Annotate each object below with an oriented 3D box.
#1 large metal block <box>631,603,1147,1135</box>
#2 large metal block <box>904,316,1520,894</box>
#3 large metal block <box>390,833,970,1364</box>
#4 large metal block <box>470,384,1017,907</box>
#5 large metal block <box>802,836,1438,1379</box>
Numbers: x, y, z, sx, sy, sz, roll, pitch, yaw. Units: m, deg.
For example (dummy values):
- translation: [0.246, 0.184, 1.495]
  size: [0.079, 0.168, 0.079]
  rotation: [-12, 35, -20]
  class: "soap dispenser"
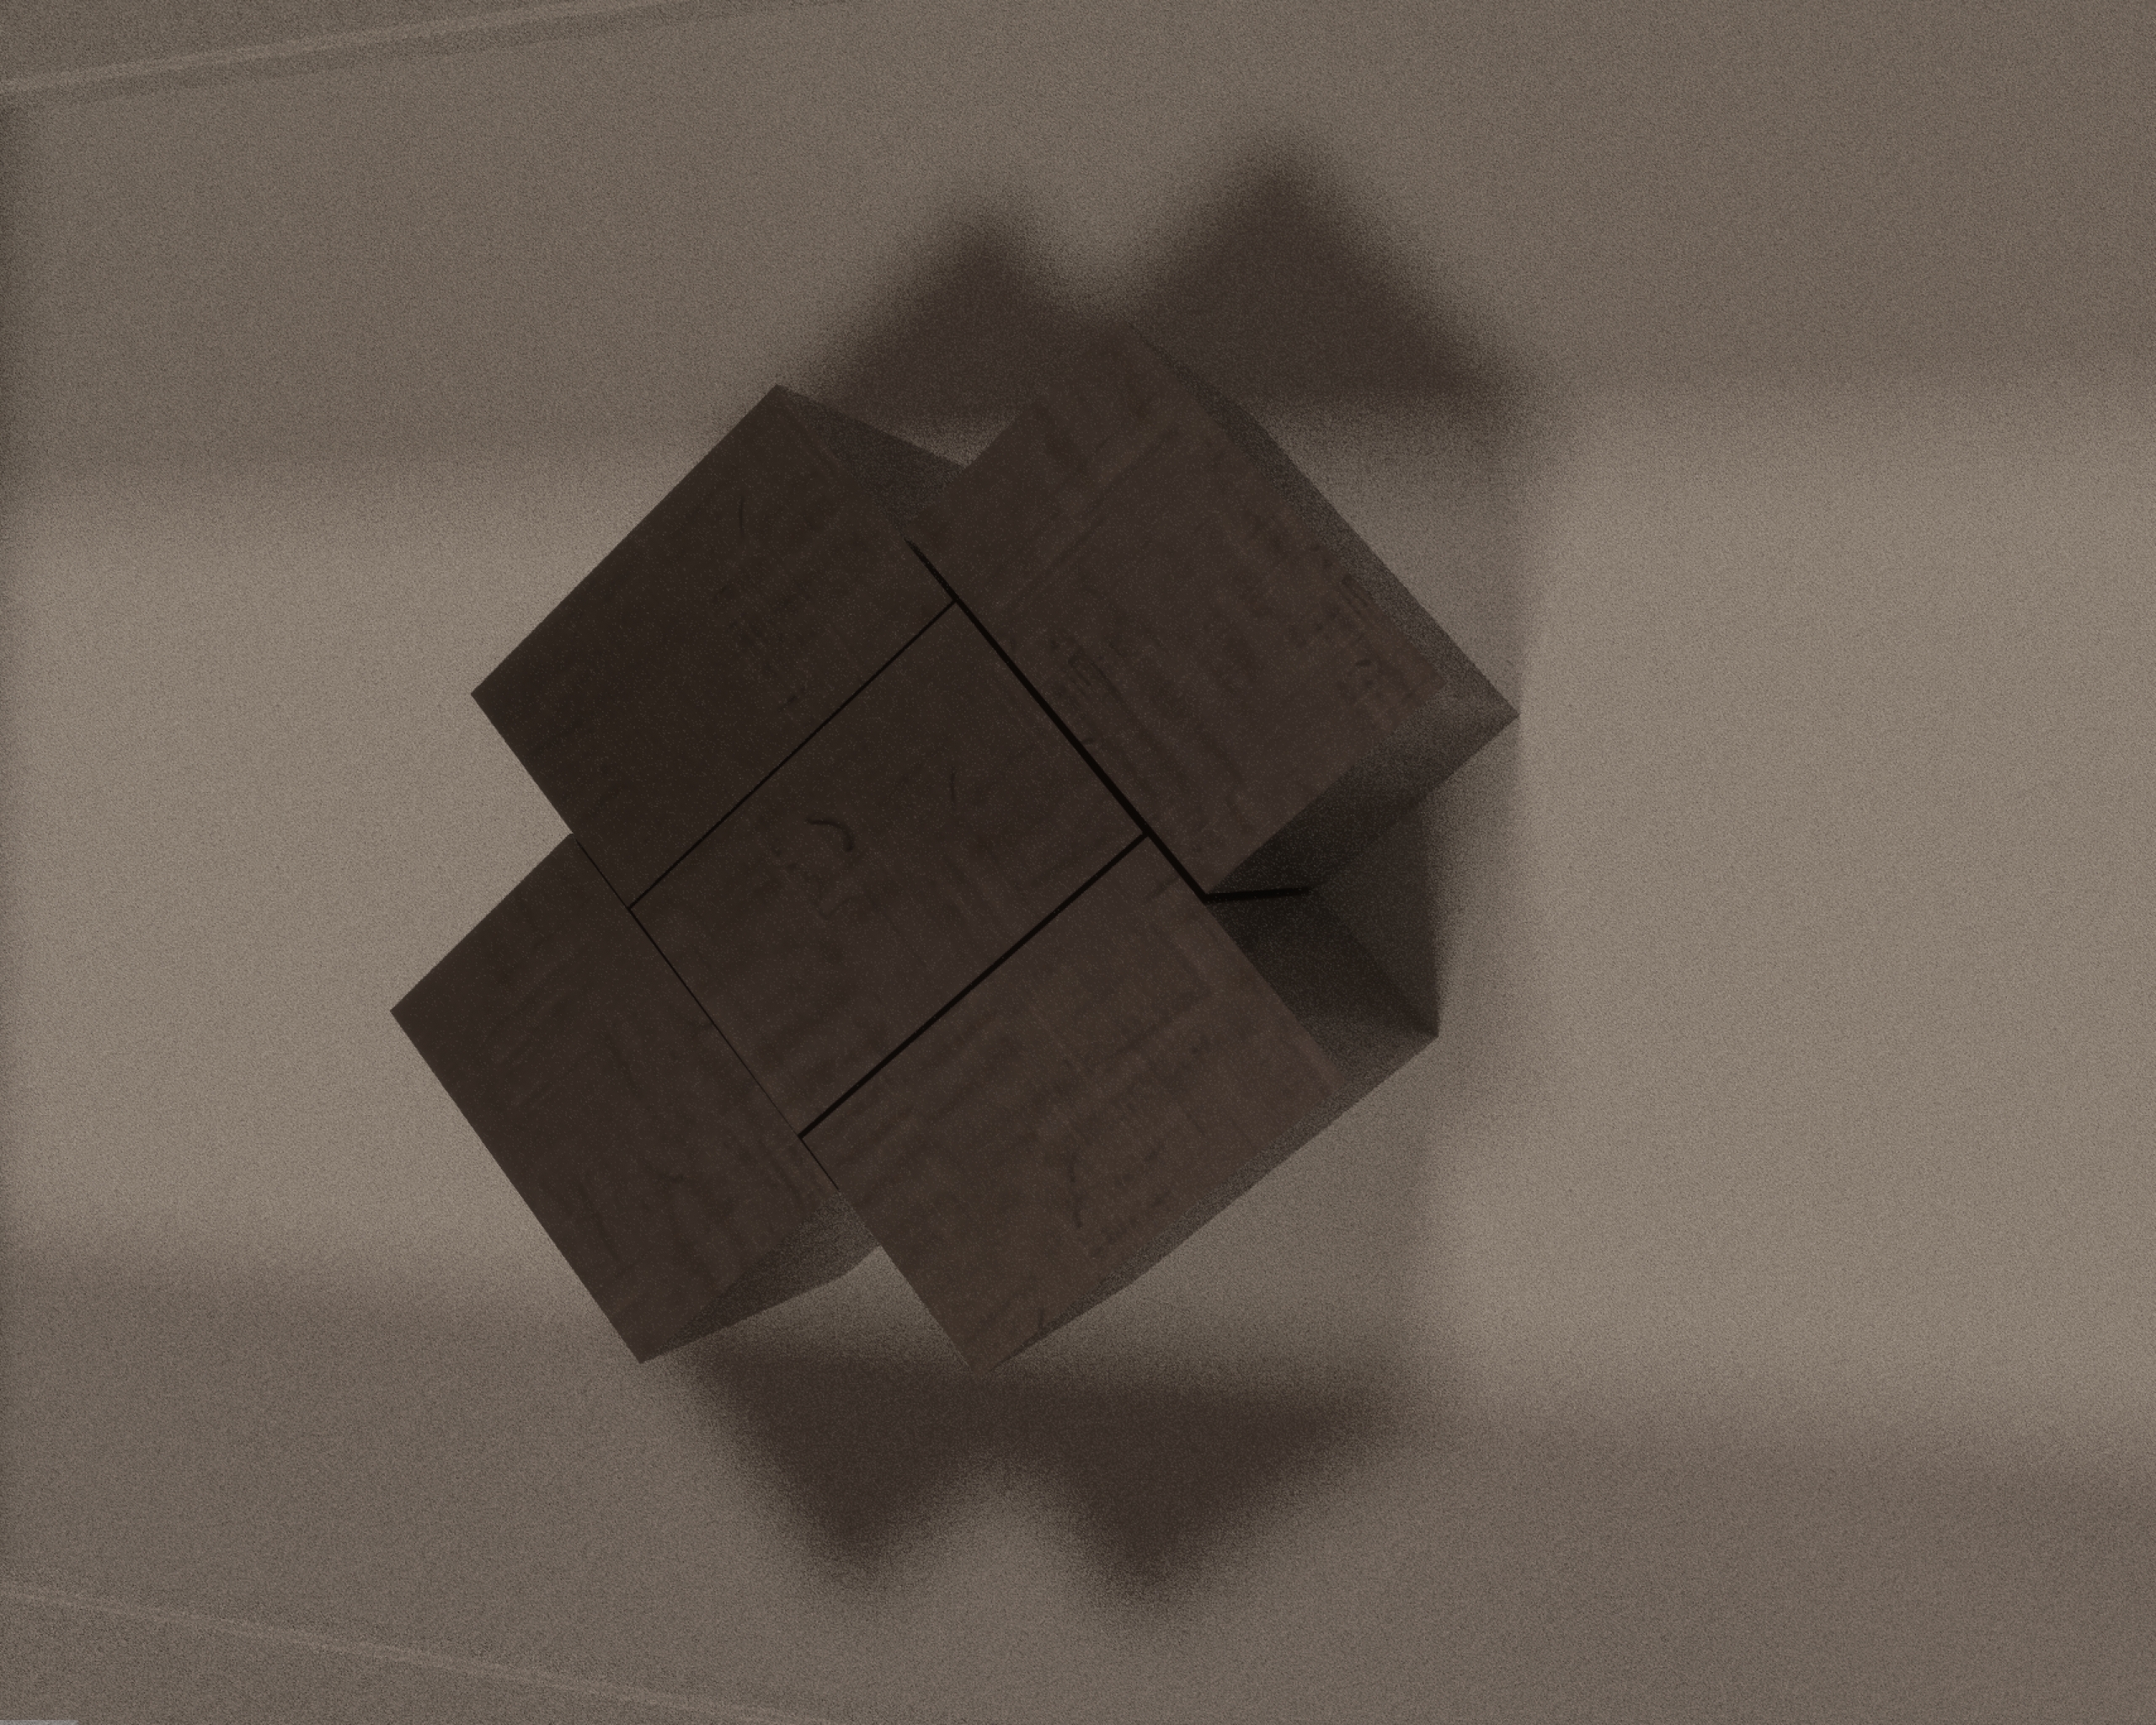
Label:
- translation: [-0.020, 0.001, 0.387]
  size: [0.080, 0.080, 0.050]
  rotation: [-42, 77, 15]
  class: "large metal block"
- translation: [0.027, -0.042, 0.370]
  size: [0.050, 0.080, 0.080]
  rotation: [-42, 77, 15]
  class: "large metal block"
- translation: [-0.070, 0.041, 0.404]
  size: [0.050, 0.080, 0.080]
  rotation: [-42, 77, 15]
  class: "large metal block"
- translation: [-0.051, -0.037, 0.397]
  size: [0.080, 0.080, 0.050]
  rotation: [-42, 77, 15]
  class: "large metal block"
- translation: [0.011, 0.040, 0.376]
  size: [0.080, 0.080, 0.050]
  rotation: [-42, 77, 15]
  class: "large metal block"
